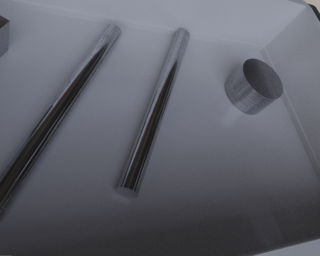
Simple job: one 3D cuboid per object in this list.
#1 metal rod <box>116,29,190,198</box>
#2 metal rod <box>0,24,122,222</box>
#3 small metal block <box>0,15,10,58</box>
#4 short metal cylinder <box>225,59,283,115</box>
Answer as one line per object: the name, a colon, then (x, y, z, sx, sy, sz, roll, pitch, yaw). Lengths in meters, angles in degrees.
metal rod: (0.001, -0.042, 0.433, 0.025, 0.025, 0.300, 27, 52, -12)
metal rod: (-0.111, -0.032, 0.365, 0.025, 0.025, 0.300, 29, 52, -10)
small metal block: (-0.195, -0.095, 0.343, 0.025, 0.050, 0.050, 31, 52, -9)
short metal cylinder: (0.157, -0.069, 0.519, 0.081, 0.050, 0.080, 14, 56, -21)
